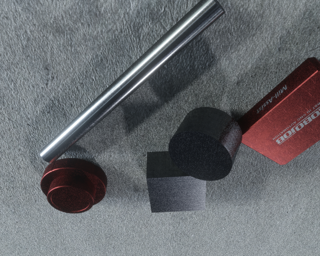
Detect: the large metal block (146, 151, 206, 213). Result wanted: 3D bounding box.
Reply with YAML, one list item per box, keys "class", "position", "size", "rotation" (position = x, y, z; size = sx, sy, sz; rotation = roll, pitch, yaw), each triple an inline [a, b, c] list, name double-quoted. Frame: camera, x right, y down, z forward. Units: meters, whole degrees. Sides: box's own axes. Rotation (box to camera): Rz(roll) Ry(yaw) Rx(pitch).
- class: "large metal block"
  position: [0.024, 0.079, 0.459]
  size: [0.080, 0.050, 0.079]
  rotation: [-3, 130, 2]

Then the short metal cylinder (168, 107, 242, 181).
- class: "short metal cylinder"
  position: [0.057, 0.020, 0.390]
  size: [0.080, 0.050, 0.079]
  rotation: [16, 134, 18]

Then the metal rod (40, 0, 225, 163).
- class: "metal rod"
  position: [-0.051, -0.042, 0.370]
  size: [0.299, 0.025, 0.025]
  rotation: [-37, 121, 27]

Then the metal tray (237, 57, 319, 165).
- class: "metal tray"
  position: [0.173, -0.015, 0.394]
  size: [0.090, 0.030, 0.129]
  rotation: [28, 124, -23]

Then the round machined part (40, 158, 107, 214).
- class: "round machined part"
  position: [-0.133, 0.094, 0.475]
  size: [0.099, 0.042, 0.097]
  rotation: [-1, 130, 0]
